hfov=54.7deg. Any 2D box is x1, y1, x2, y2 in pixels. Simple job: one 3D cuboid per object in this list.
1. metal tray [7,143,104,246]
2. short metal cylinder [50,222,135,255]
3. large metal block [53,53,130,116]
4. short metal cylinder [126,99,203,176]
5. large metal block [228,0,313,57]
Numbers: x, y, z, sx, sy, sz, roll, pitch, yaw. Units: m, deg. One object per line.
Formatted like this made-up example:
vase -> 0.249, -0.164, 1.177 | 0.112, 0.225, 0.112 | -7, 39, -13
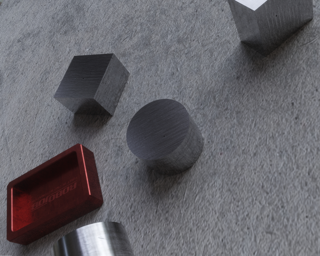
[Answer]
metal tray -> -0.146, 0.089, 0.422 | 0.130, 0.030, 0.090 | -29, 52, 9
short metal cylinder -> -0.066, 0.140, 0.317 | 0.080, 0.080, 0.050 | -33, 52, 6
large metal block -> -0.105, -0.067, 0.484 | 0.080, 0.050, 0.080 | 4, 64, 30
short metal cylinder -> 0.007, 0.011, 0.377 | 0.080, 0.050, 0.080 | -13, 56, 21
large metal block -> 0.140, -0.151, 0.388 | 0.080, 0.080, 0.050 | -40, 51, 1
